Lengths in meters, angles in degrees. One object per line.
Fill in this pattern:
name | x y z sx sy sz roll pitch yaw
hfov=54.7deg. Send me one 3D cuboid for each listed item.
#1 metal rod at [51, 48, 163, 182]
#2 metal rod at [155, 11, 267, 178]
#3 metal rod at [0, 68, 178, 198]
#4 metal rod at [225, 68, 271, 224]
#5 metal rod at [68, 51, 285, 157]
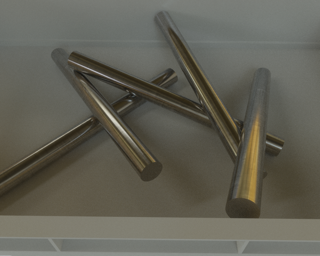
metal rod | -0.086 -0.038 0.405 0.025 0.025 0.300 -25 45 -20
metal rod | 0.051 -0.061 0.404 0.025 0.025 0.299 -14 54 -12
metal rod | -0.091 -0.001 0.404 0.302 0.025 0.025 -36 59 -26
metal rod | 0.109 -0.010 0.352 0.025 0.025 0.301 15 33 13
metal rod | 0.014 -0.036 0.410 0.301 0.025 0.025 24 54 9
